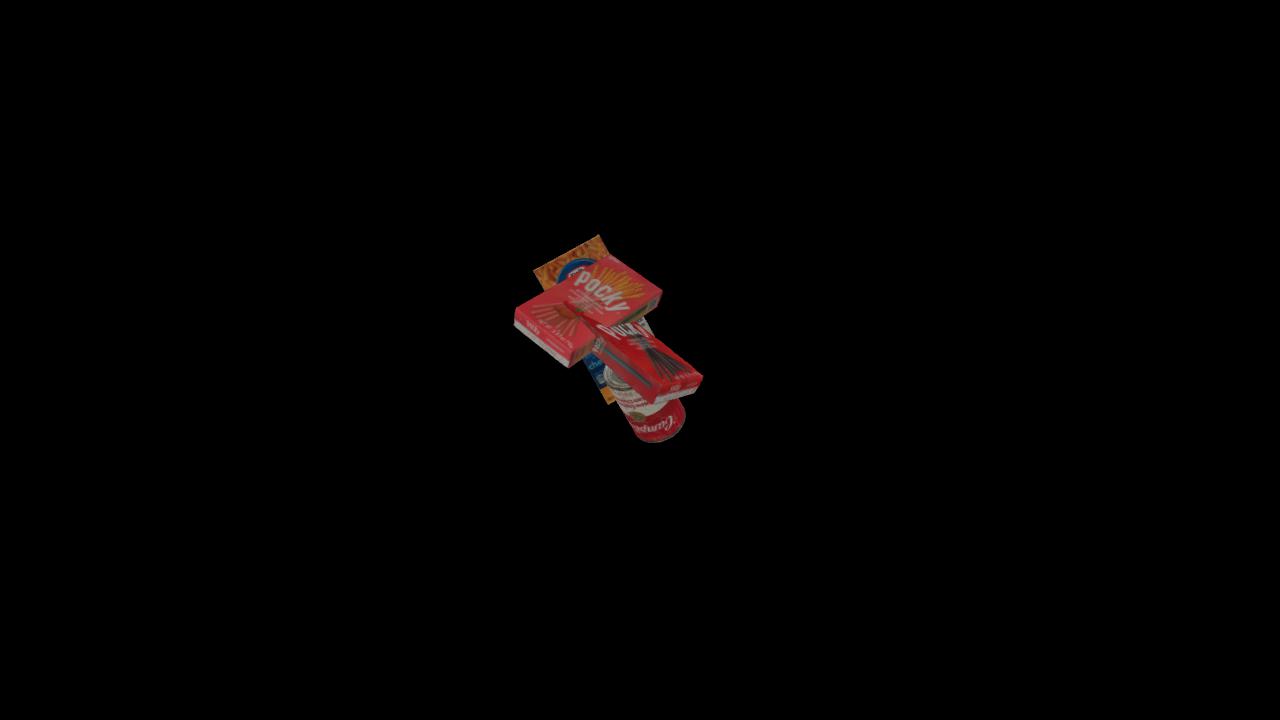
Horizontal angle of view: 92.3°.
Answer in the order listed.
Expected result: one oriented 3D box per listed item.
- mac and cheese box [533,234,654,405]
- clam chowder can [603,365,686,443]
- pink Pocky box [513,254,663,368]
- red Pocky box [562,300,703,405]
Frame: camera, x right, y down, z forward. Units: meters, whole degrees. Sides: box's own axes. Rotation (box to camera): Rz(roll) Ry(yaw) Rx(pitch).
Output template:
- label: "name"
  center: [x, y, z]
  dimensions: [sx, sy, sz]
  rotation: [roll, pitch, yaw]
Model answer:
- label: "mac and cheese box"
  center: [-0.044, -0.048, 0.747]
  dimensions: [0.093, 0.184, 0.041]
  rotation: [-29, 4, 0]
- label: "clam chowder can"
  center: [0.006, 0.039, 0.711]
  dimensions: [0.068, 0.068, 0.102]
  rotation: [0, -42, 28]
- label: "pink Pocky box"
  center: [-0.054, -0.059, 0.676]
  dimensions: [0.084, 0.029, 0.155]
  rotation: [37, 49, 19]
- label: "red Pocky box"
  center: [-0.013, -0.014, 0.655]
  dimensions: [0.155, 0.028, 0.083]
  rotation: [40, 27, 25]
